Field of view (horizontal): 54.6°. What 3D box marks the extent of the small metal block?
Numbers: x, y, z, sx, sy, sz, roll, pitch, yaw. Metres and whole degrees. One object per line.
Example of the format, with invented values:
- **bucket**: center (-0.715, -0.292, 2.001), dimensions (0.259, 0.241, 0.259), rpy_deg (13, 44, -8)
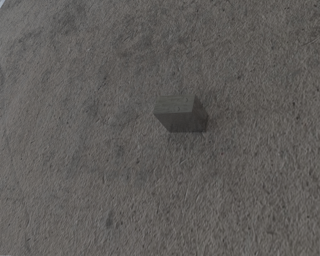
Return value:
- **small metal block**: center (0.027, -0.017, 0.385), dimensions (0.050, 0.050, 0.025), rpy_deg (-1, 61, 28)
